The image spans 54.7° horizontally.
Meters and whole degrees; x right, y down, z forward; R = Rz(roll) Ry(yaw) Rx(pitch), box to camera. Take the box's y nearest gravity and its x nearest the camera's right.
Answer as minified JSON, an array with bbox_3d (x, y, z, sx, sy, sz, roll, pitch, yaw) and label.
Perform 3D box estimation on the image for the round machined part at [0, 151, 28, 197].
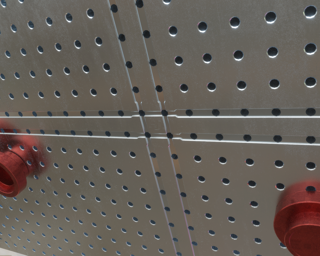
[{"bbox_3d":[-0.300,0.084,0.606,0.098,0.042,0.097,12,124,19],"label":"round machined part"}]

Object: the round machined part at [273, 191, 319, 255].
[{"bbox_3d":[0.191,0.129,0.379,0.098,0.042,0.097,13,124,20],"label":"round machined part"}]
